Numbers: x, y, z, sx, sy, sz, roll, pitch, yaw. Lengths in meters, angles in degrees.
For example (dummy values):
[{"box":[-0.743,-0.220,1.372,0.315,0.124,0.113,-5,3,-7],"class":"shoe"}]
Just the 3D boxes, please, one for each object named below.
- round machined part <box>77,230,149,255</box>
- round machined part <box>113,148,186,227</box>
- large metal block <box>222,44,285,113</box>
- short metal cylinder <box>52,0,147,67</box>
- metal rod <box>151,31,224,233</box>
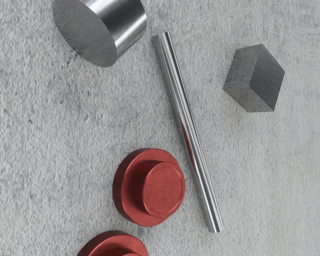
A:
[{"box":[-0.049,0.171,0.353,0.099,0.042,0.097,0,90,-40],"class":"round machined part"},{"box":[-0.006,0.075,0.388,0.099,0.042,0.097,0,90,-40],"class":"round machined part"},{"box":[0.160,-0.081,0.522,0.080,0.050,0.080,34,69,-35],"class":"large metal block"},{"box":[-0.061,-0.110,0.318,0.050,0.080,0.080,-52,121,-27],"class":"short metal cylinder"},{"box":[0.044,0.016,0.440,0.025,0.025,0.298,-28,108,-37],"class":"metal rod"}]
